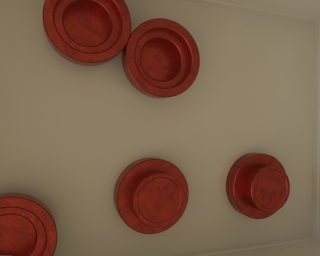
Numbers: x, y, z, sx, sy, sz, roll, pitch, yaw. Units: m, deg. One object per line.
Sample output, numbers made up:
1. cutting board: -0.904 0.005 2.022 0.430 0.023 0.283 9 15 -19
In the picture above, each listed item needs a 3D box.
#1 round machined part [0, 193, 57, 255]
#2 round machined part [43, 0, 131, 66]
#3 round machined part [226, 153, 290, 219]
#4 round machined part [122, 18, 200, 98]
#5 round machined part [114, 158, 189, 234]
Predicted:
1. round machined part: -0.166 0.120 0.341 0.099 0.042 0.097 0 90 -21
2. round machined part: -0.087 -0.123 0.370 0.099 0.042 0.097 0 90 -20
3. round machined part: 0.151 0.087 0.459 0.099 0.042 0.097 0 90 -21
4. round machined part: -0.002 -0.087 0.402 0.099 0.042 0.097 0 90 -21
5. round machined part: -0.007 0.089 0.400 0.099 0.042 0.097 0 90 -21
